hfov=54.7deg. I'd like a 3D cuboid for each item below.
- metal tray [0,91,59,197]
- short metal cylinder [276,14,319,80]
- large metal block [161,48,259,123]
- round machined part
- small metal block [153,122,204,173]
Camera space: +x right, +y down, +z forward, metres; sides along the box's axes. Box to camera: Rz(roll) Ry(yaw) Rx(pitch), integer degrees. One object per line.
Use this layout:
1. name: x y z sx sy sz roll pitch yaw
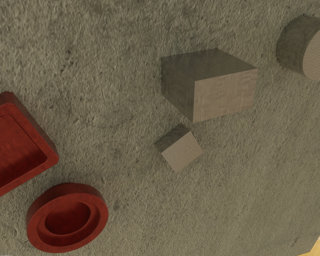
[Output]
1. metal tray: -0.187 0.032 0.321 0.131 0.030 0.090 -31 129 -9
2. short metal cylinder: 0.214 -0.115 0.440 0.081 0.050 0.079 -14 125 -21
3. large metal block: 0.055 -0.054 0.369 0.081 0.080 0.050 -14 125 -21
4. round machined part: -0.120 0.110 0.399 0.099 0.042 0.097 -14 125 -21
5. small metal block: 0.027 0.029 0.441 0.050 0.025 0.050 -37 130 -4
